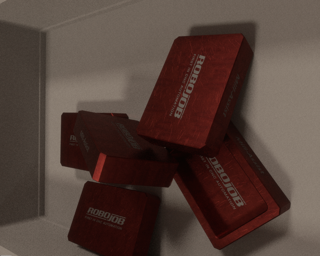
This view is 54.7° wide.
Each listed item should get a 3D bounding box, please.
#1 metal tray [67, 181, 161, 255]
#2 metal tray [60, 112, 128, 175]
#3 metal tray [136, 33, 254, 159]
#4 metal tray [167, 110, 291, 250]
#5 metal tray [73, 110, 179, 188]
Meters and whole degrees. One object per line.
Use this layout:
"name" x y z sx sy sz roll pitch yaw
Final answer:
"metal tray" -0.068 0.129 0.437 0.130 0.030 0.090 1 69 39
"metal tray" -0.107 0.021 0.489 0.130 0.030 0.089 3 92 39
"metal tray" 0.037 -0.039 0.338 0.090 0.030 0.130 11 72 39
"metal tray" 0.066 0.055 0.347 0.090 0.030 0.130 -45 63 30
"metal tray" -0.046 0.021 0.371 0.130 0.091 0.030 44 119 57
